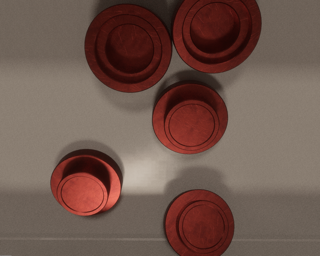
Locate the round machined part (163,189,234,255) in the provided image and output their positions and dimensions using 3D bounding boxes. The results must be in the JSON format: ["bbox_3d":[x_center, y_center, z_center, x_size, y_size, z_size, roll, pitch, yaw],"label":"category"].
[{"bbox_3d":[0.056,0.134,0.429,0.099,0.042,0.098,1,77,-6],"label":"round machined part"}]

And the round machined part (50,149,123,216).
[{"bbox_3d":[-0.103,0.082,0.431,0.099,0.042,0.097,0,110,-1],"label":"round machined part"}]

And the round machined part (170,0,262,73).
[{"bbox_3d":[0.061,-0.116,0.355,0.099,0.042,0.097,-2,119,-4],"label":"round machined part"}]

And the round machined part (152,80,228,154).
[{"bbox_3d":[0.039,-0.010,0.399,0.099,0.042,0.097,0,110,-1],"label":"round machined part"}]

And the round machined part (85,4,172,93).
[{"bbox_3d":[-0.034,-0.094,0.364,0.099,0.042,0.097,1,111,4],"label":"round machined part"}]
